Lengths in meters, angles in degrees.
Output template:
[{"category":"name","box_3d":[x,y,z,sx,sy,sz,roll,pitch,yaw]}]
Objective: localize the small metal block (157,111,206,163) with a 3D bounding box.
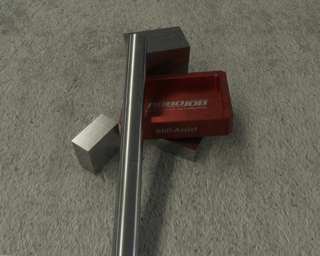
[{"category":"small metal block","box_3d":[0.031,0.009,0.396,0.050,0.025,0.050,21,53,16]}]

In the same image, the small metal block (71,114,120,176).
[{"category":"small metal block","box_3d":[-0.073,0.020,0.369,0.025,0.050,0.050,28,55,21]}]

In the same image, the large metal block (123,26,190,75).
[{"category":"large metal block","box_3d":[-0.005,-0.092,0.445,0.081,0.080,0.050,-11,51,-9]}]

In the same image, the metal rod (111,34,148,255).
[{"category":"metal rod","box_3d":[-0.031,0.028,0.326,0.025,0.025,0.299,1,66,0]}]

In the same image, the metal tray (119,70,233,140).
[{"category":"metal tray","box_3d":[0.021,-0.030,0.392,0.131,0.030,0.090,-3,46,6]}]
